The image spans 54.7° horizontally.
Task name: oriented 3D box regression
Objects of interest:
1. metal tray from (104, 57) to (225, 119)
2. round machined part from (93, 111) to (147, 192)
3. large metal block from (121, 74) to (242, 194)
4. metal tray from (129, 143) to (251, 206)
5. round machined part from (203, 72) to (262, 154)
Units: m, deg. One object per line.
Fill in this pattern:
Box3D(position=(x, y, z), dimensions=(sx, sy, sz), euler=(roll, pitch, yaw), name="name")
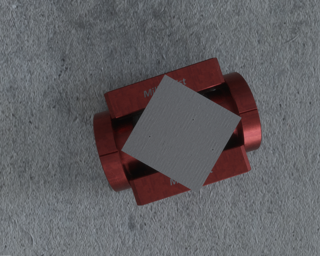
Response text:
Box3D(position=(0.005, -0.044, 0.380), dimensions=(0.131, 0.090, 0.030), euler=(-18, 90, -1), name="metal tray")
Box3D(position=(-0.044, 0.024, 0.374), dimensions=(0.042, 0.098, 0.097), euler=(-16, 90, 0), name="round machined part")
Box3D(position=(0.019, 0.005, 0.306), dimensions=(0.080, 0.050, 0.080), euler=(30, 90, -1), name="large metal block")
Box3D(position=(0.033, 0.051, 0.378), dimensions=(0.131, 0.090, 0.030), euler=(-17, 90, -1), name="metal tray")
Box3D(position=(0.082, -0.015, 0.375), dimensions=(0.042, 0.098, 0.097), euler=(-16, 90, 0), name="round machined part")
